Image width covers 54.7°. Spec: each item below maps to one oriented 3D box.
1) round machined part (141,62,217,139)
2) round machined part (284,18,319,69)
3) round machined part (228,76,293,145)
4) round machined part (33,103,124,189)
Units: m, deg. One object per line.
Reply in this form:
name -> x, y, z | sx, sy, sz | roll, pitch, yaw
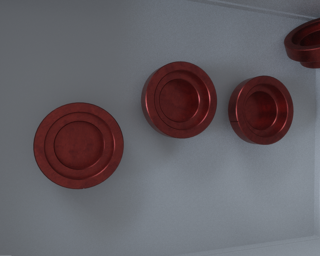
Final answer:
round machined part -> 0.022, -0.035, 0.409 | 0.099, 0.042, 0.097 | 0, 90, -20
round machined part -> 0.242, -0.125, 0.464 | 0.098, 0.098, 0.042 | -40, 122, -16
round machined part -> 0.141, -0.025, 0.453 | 0.099, 0.042, 0.097 | 0, 90, -20
round machined part -> -0.096, 0.020, 0.366 | 0.099, 0.042, 0.097 | 0, 90, -20
